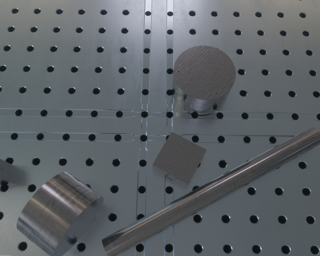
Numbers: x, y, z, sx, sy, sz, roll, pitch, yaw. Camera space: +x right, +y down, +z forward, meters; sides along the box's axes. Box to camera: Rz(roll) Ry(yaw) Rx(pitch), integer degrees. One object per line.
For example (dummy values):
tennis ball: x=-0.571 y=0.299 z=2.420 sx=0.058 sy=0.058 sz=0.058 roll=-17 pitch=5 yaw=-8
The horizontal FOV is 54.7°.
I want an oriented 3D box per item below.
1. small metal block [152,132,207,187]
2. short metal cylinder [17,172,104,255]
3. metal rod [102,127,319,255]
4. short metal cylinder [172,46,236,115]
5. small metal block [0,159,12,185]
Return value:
small metal block: x=0.025 y=0.041 z=0.397 sx=0.050 sy=0.025 sz=0.050 roll=28 pitch=72 yaw=9
short metal cylinder: x=-0.109 y=0.096 z=0.347 sx=0.050 sy=0.080 sz=0.080 roll=34 pitch=73 yaw=11
metal rod: x=0.072 y=0.076 z=0.384 sx=0.302 sy=0.025 sz=0.025 roll=-26 pitch=72 yaw=-10
short metal cylinder: x=0.058 y=-0.064 z=0.422 sx=0.081 sy=0.050 sz=0.080 roll=0 pitch=70 yaw=0
small metal block: x=-0.217 y=0.055 z=0.377 sx=0.050 sy=0.050 sz=0.025 roll=-9 pitch=71 yaw=-3
